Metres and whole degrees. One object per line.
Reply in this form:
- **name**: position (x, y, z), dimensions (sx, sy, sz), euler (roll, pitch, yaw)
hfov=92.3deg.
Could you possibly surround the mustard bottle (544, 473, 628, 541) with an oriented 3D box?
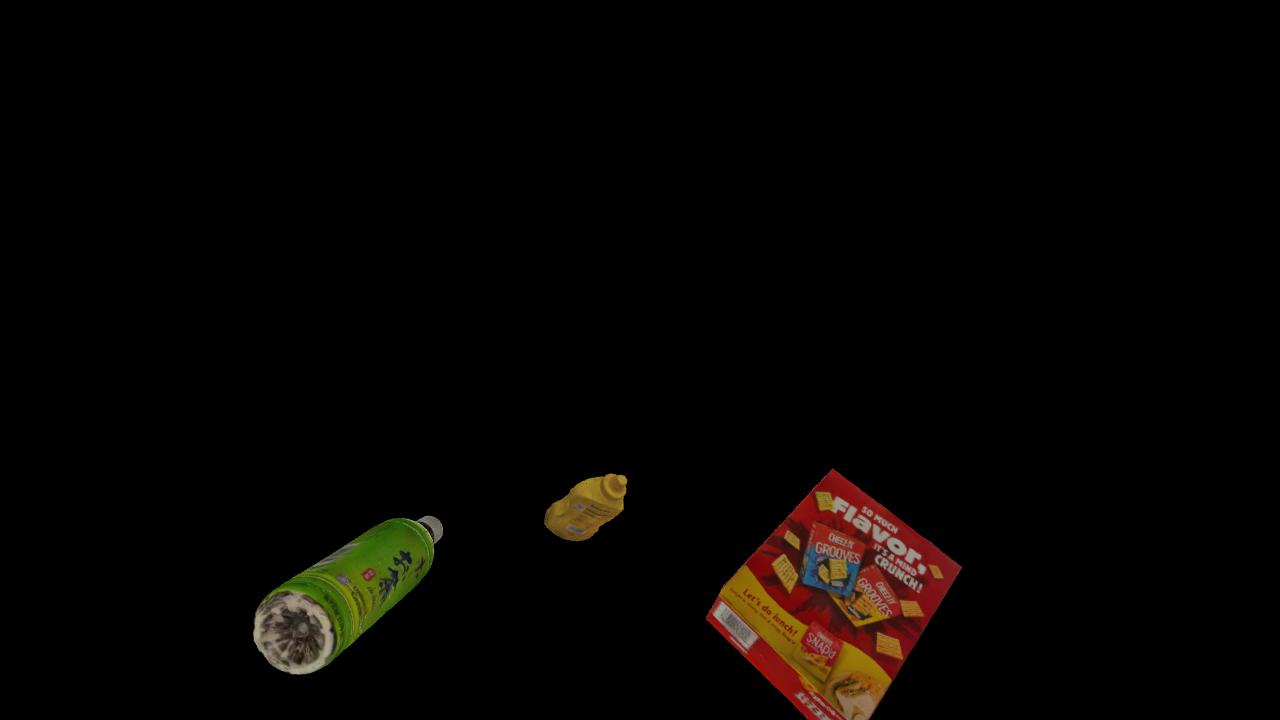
- **mustard bottle**: position (-0.075, 0.232, 0.992), dimensions (0.092, 0.054, 0.184), euler (29, -49, -18)

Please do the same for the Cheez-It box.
- **Cheez-It box**: position (0.201, 0.240, 0.638), dimensions (0.166, 0.071, 0.223), euler (39, 53, 23)

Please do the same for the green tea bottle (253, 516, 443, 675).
- **green tea bottle**: position (-0.238, 0.188, 0.549), dimensions (0.073, 0.073, 0.212), euler (0, 7, 8)
